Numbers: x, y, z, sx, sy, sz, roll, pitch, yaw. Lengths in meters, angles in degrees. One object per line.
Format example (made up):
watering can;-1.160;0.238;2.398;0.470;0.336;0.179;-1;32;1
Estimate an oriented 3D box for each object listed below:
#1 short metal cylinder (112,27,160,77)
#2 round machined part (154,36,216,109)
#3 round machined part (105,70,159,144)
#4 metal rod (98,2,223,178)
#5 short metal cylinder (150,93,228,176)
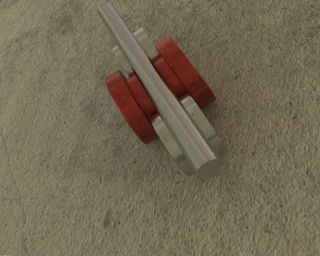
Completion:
short metal cylinder;-0.024;-0.094;0.438;0.050;0.080;0.080;-34;52;6
round machined part;0.024;-0.062;0.383;0.042;0.098;0.098;-37;51;9
round machined part;-0.024;-0.031;0.387;0.042;0.098;0.098;-32;52;3
metal rod;-0.018;-0.067;0.353;0.025;0.025;0.300;-34;52;5
short metal cylinder;0.032;0.007;0.347;0.050;0.080;0.080;-34;52;6
